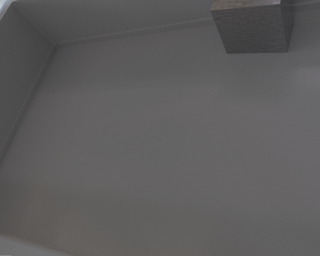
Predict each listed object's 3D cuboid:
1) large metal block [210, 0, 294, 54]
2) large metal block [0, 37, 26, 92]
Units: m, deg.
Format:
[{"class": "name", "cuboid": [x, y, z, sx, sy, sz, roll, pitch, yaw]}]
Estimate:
[{"class": "large metal block", "cuboid": [0.120, -0.141, 0.394, 0.080, 0.080, 0.050, 7, 65, 31]}, {"class": "large metal block", "cuboid": [-0.334, -0.130, 0.648, 0.080, 0.050, 0.080, -34, 51, 6]}]
